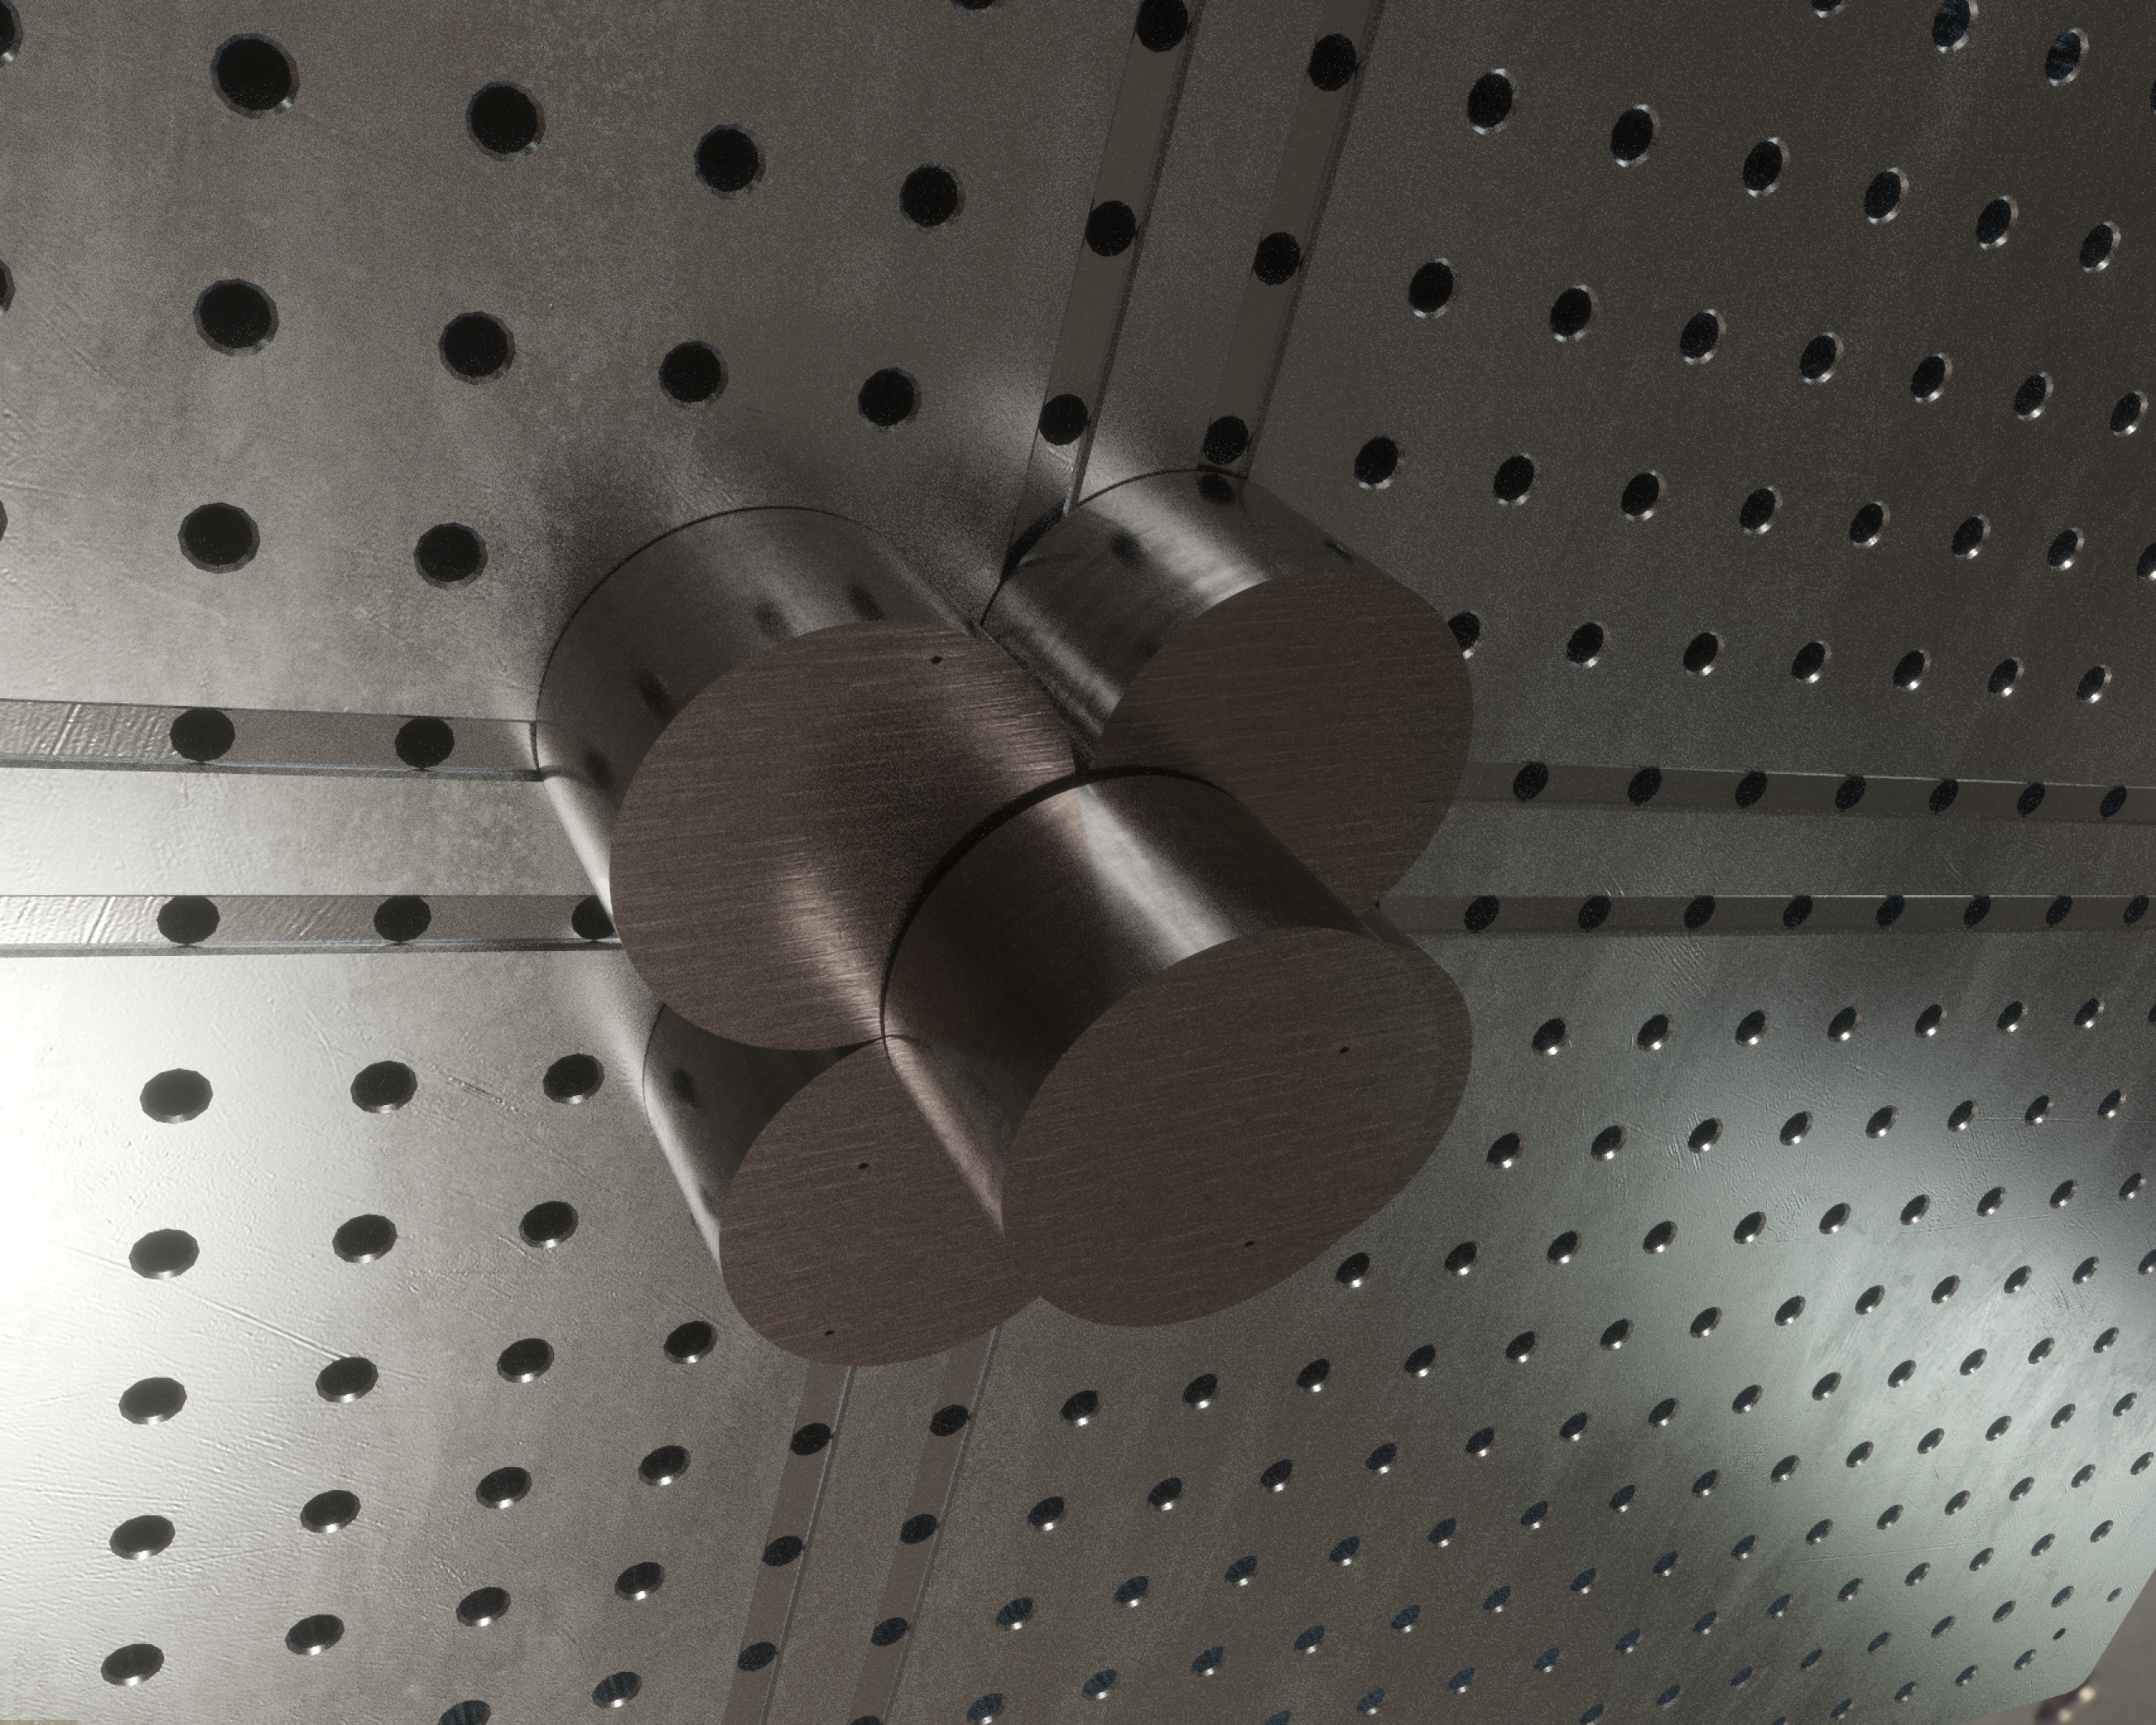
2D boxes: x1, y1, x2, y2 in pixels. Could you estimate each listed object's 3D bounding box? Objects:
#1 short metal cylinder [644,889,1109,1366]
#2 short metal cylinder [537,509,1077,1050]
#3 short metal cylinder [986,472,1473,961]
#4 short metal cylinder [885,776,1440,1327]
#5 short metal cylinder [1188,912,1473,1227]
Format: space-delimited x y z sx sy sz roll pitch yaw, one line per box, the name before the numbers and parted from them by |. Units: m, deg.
short metal cylinder | -0.038 0.050 0.406 0.081 0.050 0.079 -14 125 -21
short metal cylinder | -0.047 -0.015 0.360 0.081 0.050 0.079 -14 125 -21
short metal cylinder | 0.026 -0.027 0.393 0.081 0.050 0.079 -14 125 -21
short metal cylinder | 0.014 0.032 0.357 0.081 0.050 0.079 -15 126 -21
short metal cylinder | 0.035 0.038 0.439 0.081 0.050 0.079 -14 125 -21
